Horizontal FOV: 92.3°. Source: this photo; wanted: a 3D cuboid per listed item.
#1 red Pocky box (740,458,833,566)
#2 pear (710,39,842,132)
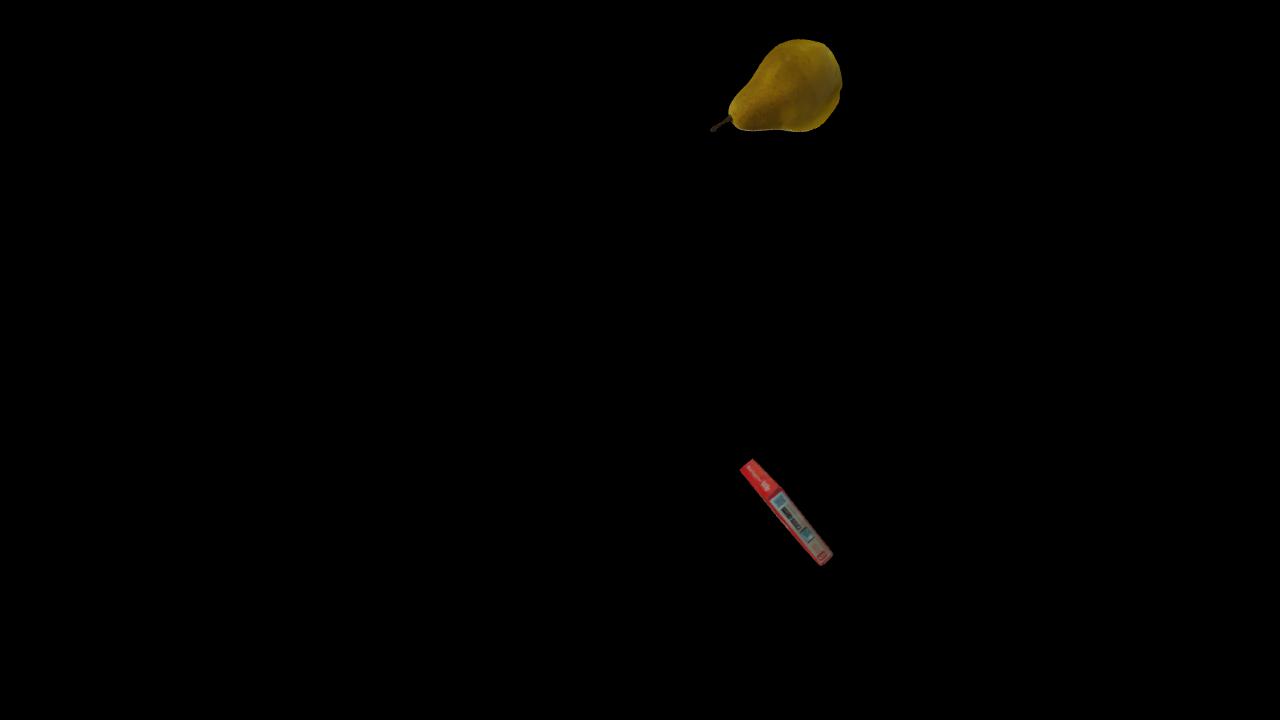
[{"bbox_3d":[0.200,0.208,0.842,0.028,0.155,0.083,-40,24,0],"label":"red Pocky box"},{"bbox_3d":[0.114,-0.224,0.525,0.111,0.080,0.080,-29,6,-10],"label":"pear"}]
